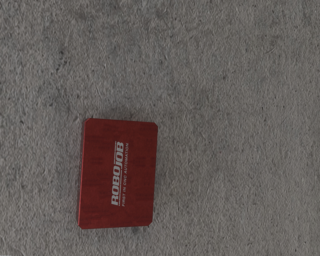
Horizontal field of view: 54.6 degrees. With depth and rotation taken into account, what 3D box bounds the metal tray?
[{"bbox_3d":[-0.053,0.055,0.387,0.091,0.030,0.129,4,89,-20],"label":"metal tray"}]
